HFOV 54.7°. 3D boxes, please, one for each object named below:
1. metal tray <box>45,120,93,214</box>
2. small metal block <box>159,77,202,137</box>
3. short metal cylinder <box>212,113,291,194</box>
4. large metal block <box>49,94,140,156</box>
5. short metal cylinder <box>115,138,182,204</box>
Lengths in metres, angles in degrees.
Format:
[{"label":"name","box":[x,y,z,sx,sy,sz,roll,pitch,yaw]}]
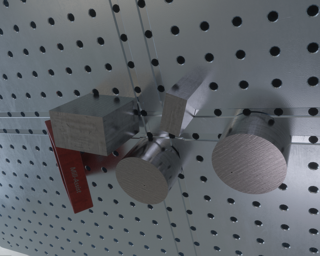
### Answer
[{"label":"metal tray","box":[-0.143,0.057,0.486,0.090,0.030,0.129,42,144,52]},{"label":"small metal block","box":[0.025,-0.026,0.366,0.025,0.050,0.050,21,127,15]},{"label":"short metal cylinder","box":[0.106,0.029,0.357,0.080,0.050,0.079,13,124,21]},{"label":"large metal block","box":[-0.084,-0.008,0.411,0.080,0.080,0.050,7,114,24]},{"label":"short metal cylinder","box":[-0.015,0.061,0.441,0.080,0.050,0.079,13,124,21]}]
